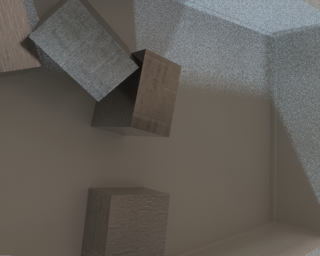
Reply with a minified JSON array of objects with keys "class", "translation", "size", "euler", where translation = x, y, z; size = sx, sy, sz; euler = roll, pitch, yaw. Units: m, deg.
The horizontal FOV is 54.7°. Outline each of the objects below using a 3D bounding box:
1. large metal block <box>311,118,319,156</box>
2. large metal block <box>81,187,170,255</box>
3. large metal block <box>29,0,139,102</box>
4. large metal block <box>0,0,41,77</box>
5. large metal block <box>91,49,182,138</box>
[{"class":"large metal block","translation":[0.402,0.017,0.729],"size":[0.081,0.050,0.079],"euler":[-16,100,-39]},{"class":"large metal block","translation":[-0.039,0.113,0.358],"size":[0.081,0.050,0.080],"euler":[9,84,-40]},{"class":"large metal block","translation":[-0.072,-0.084,0.301],"size":[0.050,0.080,0.080],"euler":[-39,121,8]},{"class":"large metal block","translation":[-0.158,-0.081,0.258],"size":[0.081,0.050,0.080],"euler":[-20,103,-38]},{"class":"large metal block","translation":[-0.028,-0.035,0.347],"size":[0.050,0.080,0.080],"euler":[17,80,-39]}]
